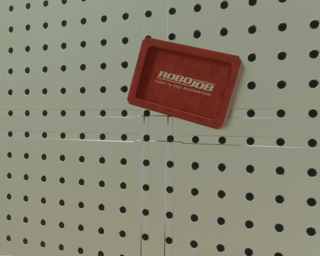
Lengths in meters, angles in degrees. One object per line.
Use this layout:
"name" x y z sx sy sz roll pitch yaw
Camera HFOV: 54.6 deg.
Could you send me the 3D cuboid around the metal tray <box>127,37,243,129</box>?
"metal tray" 0.031 -0.058 0.399 0.130 0.030 0.090 17 96 19
